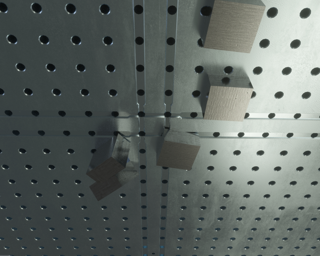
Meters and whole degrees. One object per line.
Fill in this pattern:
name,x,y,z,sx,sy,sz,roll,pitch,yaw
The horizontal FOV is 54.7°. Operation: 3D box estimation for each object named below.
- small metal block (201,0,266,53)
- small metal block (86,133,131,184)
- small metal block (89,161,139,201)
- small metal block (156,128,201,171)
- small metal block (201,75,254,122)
small metal block,0.074,-0.108,0.321,0.050,0.025,0.050,5,130,-5
small metal block,-0.070,0.042,0.429,0.050,0.050,0.025,-34,116,25
small metal block,-0.067,0.078,0.457,0.050,0.050,0.025,-35,85,26
small metal block,0.025,0.031,0.439,0.050,0.025,0.050,9,130,-9
small metal block,0.081,-0.036,0.382,0.050,0.025,0.050,3,130,-4
